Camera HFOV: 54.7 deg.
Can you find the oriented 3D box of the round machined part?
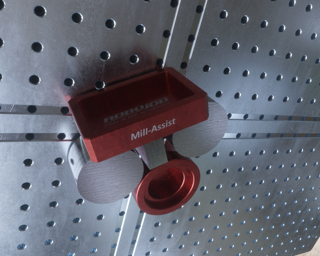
[{"bbox_3d":[0.005,0.074,0.443,0.099,0.042,0.097,-14,124,-21],"label":"round machined part"}]

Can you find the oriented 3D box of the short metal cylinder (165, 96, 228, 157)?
[{"bbox_3d":[0.041,-0.008,0.408,0.081,0.050,0.079,-14,124,-21],"label":"short metal cylinder"}]

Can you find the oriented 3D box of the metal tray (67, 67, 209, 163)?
[{"bbox_3d":[-0.025,-0.021,0.337,0.131,0.090,0.030,-21,127,-15],"label":"metal tray"}]

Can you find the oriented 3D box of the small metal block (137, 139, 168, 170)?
[{"bbox_3d":[-0.016,0.016,0.391,0.025,0.050,0.050,-23,127,-15],"label":"small metal block"}]

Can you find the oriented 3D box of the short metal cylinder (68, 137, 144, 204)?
[{"bbox_3d":[-0.067,0.046,0.382,0.081,0.050,0.079,-14,124,-21],"label":"short metal cylinder"}]
